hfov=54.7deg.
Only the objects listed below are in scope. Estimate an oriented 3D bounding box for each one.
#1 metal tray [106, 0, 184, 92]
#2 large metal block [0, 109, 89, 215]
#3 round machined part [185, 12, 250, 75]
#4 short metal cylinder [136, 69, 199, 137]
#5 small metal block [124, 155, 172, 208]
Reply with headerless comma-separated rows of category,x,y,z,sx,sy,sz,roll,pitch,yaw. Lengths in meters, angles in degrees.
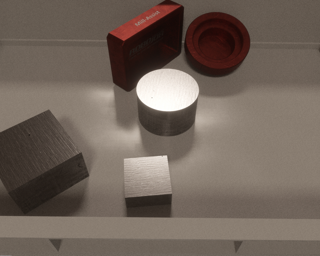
metal tray,-0.018,-0.125,0.467,0.030,0.089,0.131,34,57,25
large metal block,-0.141,0.036,0.357,0.081,0.050,0.080,-31,57,-24
round machined part,0.087,-0.128,0.487,0.099,0.042,0.098,0,75,-1
short metal cylinder,0.010,-0.035,0.418,0.081,0.050,0.080,0,50,0
small metal block,-0.014,0.061,0.354,0.050,0.025,0.050,-4,50,-4
